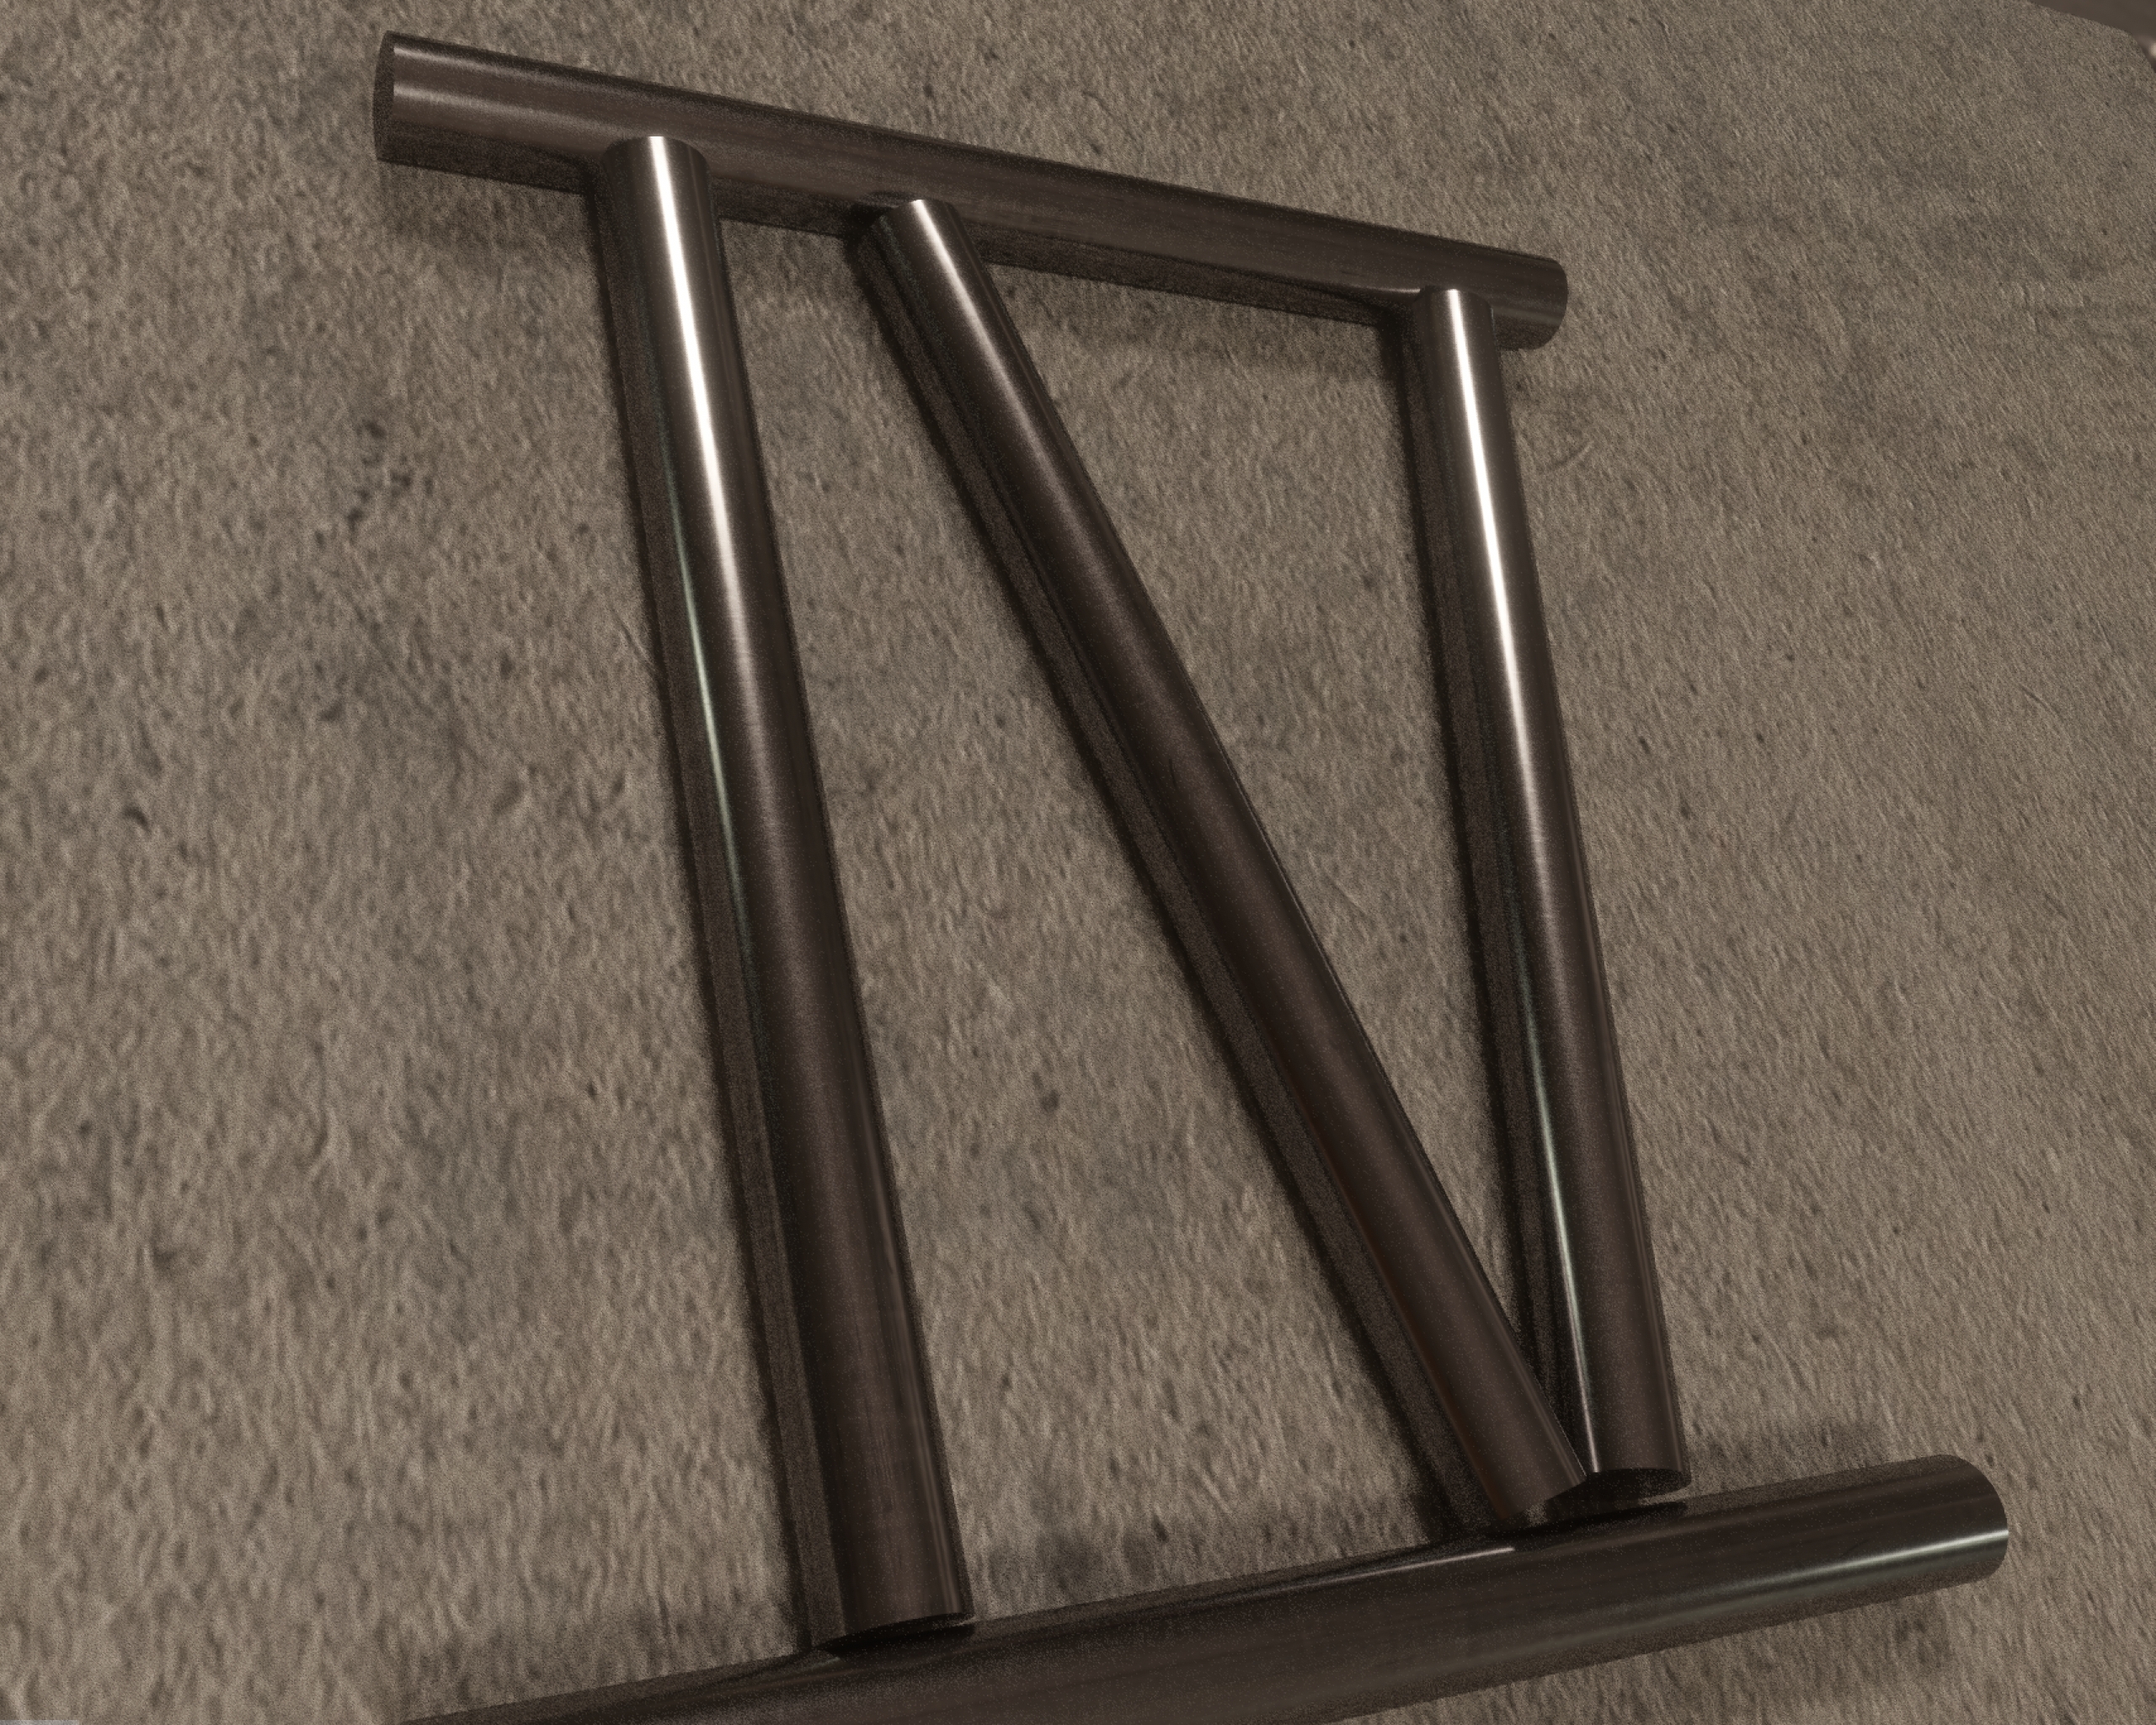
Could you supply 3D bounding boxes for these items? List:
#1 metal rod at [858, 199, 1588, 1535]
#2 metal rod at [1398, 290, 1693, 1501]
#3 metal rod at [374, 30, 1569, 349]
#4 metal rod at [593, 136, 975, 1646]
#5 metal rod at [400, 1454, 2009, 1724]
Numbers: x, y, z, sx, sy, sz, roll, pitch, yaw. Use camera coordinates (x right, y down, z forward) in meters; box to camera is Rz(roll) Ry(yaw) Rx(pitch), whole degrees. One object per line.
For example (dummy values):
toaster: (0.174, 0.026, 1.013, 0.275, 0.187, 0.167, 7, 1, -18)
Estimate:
metal rod: (0.022, -0.012, 0.425, 0.025, 0.025, 0.299, -12, 68, -34)
metal rod: (0.099, -0.012, 0.467, 0.025, 0.025, 0.299, 13, 56, -22)
metal rod: (-0.008, -0.154, 0.496, 0.303, 0.025, 0.025, 1, 62, -28)
metal rod: (-0.059, -0.014, 0.382, 0.025, 0.025, 0.299, 1, 61, -28)
metal rod: (0.044, 0.130, 0.350, 0.303, 0.025, 0.025, 1, 62, -28)
